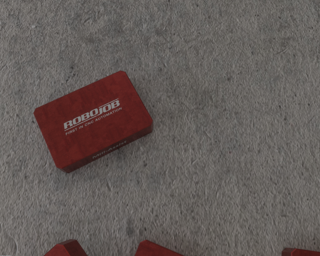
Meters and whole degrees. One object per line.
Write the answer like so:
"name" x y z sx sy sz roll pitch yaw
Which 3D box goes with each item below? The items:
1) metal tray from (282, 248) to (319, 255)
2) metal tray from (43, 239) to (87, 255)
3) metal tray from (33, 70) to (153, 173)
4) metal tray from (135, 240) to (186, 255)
"metal tray" 0.203 0.187 0.338 0.131 0.030 0.090 8 70 2
"metal tray" -0.117 0.191 0.315 0.130 0.030 0.090 -42 74 3
"metal tray" -0.086 -0.010 0.408 0.131 0.030 0.090 -26 72 -10
"metal tray" -0.003 0.200 0.332 0.090 0.030 0.130 21 71 7
